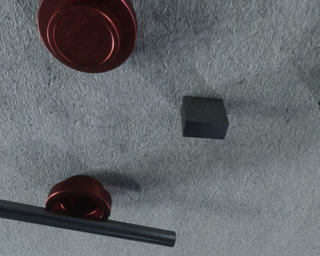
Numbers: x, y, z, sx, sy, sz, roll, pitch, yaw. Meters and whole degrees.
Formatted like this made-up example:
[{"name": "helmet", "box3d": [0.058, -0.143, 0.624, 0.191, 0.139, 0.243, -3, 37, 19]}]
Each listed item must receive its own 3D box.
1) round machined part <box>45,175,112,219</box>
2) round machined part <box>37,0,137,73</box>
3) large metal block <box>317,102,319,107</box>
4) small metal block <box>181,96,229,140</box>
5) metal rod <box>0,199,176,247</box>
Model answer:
[{"name": "round machined part", "box3d": [-0.125, 0.112, 0.490, 0.099, 0.042, 0.097, 0, 130, 0]}, {"name": "round machined part", "box3d": [-0.073, -0.097, 0.312, 0.099, 0.042, 0.097, 0, 130, 0]}, {"name": "large metal block", "box3d": [0.258, -0.024, 0.373, 0.080, 0.050, 0.080, 28, 125, -22]}, {"name": "small metal block", "box3d": [0.053, -0.013, 0.380, 0.050, 0.050, 0.025, 4, 130, -4]}, {"name": "metal rod", "box3d": [-0.121, 0.145, 0.474, 0.302, 0.025, 0.025, 15, 129, -13]}]
